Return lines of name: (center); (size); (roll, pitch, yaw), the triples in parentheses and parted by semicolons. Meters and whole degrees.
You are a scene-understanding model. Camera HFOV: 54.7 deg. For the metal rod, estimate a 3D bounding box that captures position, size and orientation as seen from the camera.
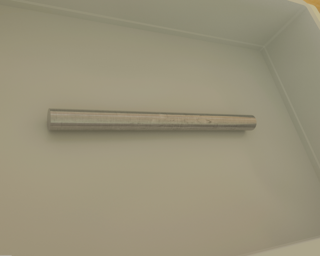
metal rod: (0.010, -0.009, 0.415); (0.303, 0.025, 0.025); (0, 62, -28)
